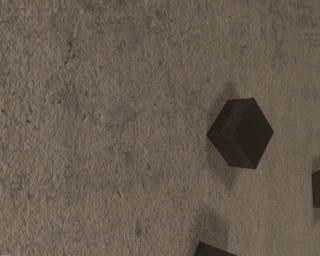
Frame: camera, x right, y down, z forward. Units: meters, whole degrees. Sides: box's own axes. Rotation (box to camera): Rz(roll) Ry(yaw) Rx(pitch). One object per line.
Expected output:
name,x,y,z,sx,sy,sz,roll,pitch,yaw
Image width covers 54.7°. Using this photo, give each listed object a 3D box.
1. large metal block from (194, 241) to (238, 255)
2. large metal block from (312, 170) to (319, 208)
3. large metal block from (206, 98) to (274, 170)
large metal block,0.102,0.215,0.458,0.080,0.080,0.050,38,67,-34
large metal block,0.404,0.142,0.733,0.081,0.050,0.079,-8,95,-40
large metal block,0.132,0.009,0.502,0.080,0.050,0.080,50,60,-29
